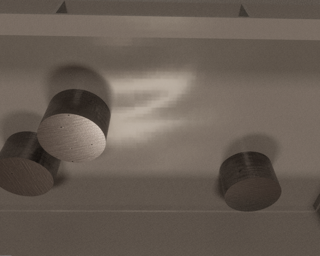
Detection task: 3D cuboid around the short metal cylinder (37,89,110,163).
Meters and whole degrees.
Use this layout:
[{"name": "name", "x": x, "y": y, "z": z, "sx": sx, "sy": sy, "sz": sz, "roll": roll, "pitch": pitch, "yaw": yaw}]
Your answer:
[{"name": "short metal cylinder", "x": -0.106, "y": -0.002, "z": 0.389, "sx": 0.081, "sy": 0.050, "sz": 0.079, "roll": 0, "pitch": 130, "yaw": 0}]

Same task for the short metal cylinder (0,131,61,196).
[{"name": "short metal cylinder", "x": -0.184, "y": 0.051, "z": 0.433, "sx": 0.081, "sy": 0.050, "sz": 0.079, "roll": 0, "pitch": 130, "yaw": 0}]

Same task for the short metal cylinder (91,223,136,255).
[{"name": "short metal cylinder", "x": -0.086, "y": 0.224, "z": 0.585, "sx": 0.081, "sy": 0.050, "sz": 0.079, "roll": -1, "pitch": 130, "yaw": 0}]

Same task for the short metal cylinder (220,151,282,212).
[{"name": "short metal cylinder", "x": 0.133, "y": 0.081, "z": 0.464, "sx": 0.081, "sy": 0.050, "sz": 0.079, "roll": 0, "pitch": 130, "yaw": 0}]
